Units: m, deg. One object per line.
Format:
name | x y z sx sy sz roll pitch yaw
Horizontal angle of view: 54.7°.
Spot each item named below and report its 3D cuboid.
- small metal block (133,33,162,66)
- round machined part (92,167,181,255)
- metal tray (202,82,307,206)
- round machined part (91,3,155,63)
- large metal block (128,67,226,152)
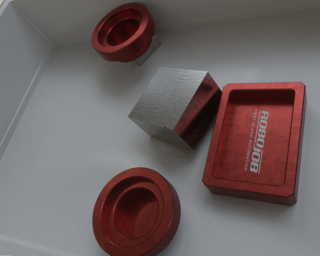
small metal block | -0.035 -0.135 0.505 0.050 0.025 0.050 -48 52 -6
round machined part | -0.022 0.097 0.346 0.098 0.042 0.098 -13 56 20
metal tray | 0.106 0.012 0.339 0.090 0.030 0.130 3 63 29
round machined part | -0.052 -0.140 0.474 0.098 0.042 0.098 -13 57 21
large metal block | 0.021 -0.026 0.385 0.080 0.050 0.080 16 70 45
